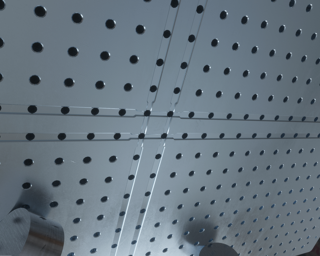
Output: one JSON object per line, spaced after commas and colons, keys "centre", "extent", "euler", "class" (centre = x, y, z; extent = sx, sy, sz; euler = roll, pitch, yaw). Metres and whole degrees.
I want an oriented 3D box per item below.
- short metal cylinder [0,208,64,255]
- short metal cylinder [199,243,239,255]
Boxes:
{"centre": [-0.164, 0.144, 0.375], "extent": [0.080, 0.080, 0.050], "euler": [-45, 129, 3], "class": "short metal cylinder"}
{"centre": [0.115, 0.275, 0.609], "extent": [0.081, 0.080, 0.050], "euler": [-14, 124, -21], "class": "short metal cylinder"}
